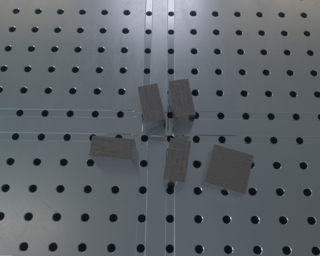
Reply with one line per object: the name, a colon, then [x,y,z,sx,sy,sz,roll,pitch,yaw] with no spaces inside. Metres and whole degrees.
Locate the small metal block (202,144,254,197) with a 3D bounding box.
small metal block: [0.086,0.054,0.393,0.050,0.025,0.050,17,71,6]

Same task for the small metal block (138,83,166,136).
small metal block: [-0.011,-0.023,0.407,0.025,0.050,0.050,-12,71,-4]

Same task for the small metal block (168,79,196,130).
small metal block: [0.027,-0.030,0.410,0.025,0.050,0.050,-8,70,-3]

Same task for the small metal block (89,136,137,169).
small metal block: [-0.056,0.031,0.387,0.050,0.050,0.025,5,70,2]

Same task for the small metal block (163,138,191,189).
small metal block: [0.020,0.045,0.382,0.025,0.050,0.050,10,70,4]
